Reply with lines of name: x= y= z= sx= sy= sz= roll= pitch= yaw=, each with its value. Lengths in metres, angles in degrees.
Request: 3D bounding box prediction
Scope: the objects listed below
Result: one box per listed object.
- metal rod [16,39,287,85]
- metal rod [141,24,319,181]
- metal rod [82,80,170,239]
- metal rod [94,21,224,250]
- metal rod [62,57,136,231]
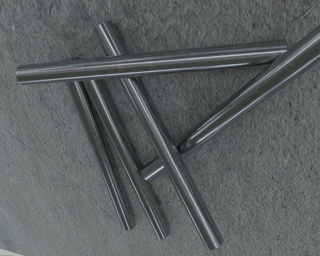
metal rod: x=-0.024 y=-0.069 z=0.339 sx=0.301 sy=0.025 sz=0.025 roll=-2 pitch=118 yaw=16
metal rod: x=0.062 y=-0.005 z=0.353 sx=0.025 sy=0.025 sz=0.299 roll=45 pitch=134 yaw=-3
metal rod: x=-0.047 y=0.044 z=0.459 sx=0.025 sy=0.025 sz=0.299 roll=-9 pitch=114 yaw=32
metal rod: x=0.000 y=0.012 z=0.378 sx=0.025 sy=0.025 sz=0.299 roll=-24 pitch=94 yaw=36
metal rod: x=-0.089 y=0.039 z=0.477 sx=0.025 sy=0.025 sz=0.298 roll=-1 pitch=118 yaw=28
